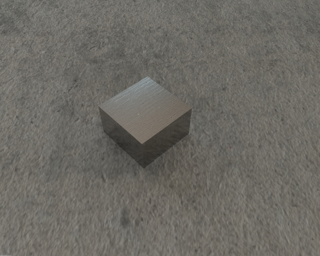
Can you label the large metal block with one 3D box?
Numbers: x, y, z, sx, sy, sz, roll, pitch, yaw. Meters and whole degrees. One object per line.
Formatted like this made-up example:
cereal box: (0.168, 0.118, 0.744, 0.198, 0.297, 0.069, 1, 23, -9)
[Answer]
large metal block: (-0.018, -0.010, 0.395, 0.080, 0.050, 0.080, -36, 59, -27)
